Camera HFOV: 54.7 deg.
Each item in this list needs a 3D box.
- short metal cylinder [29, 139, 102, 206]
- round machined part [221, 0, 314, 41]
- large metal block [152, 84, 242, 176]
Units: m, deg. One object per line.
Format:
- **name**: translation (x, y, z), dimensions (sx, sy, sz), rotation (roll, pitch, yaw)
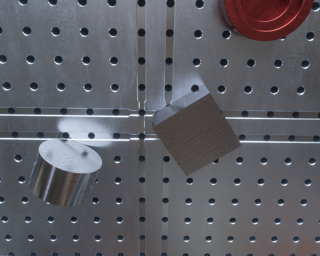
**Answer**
- **short metal cylinder**: translation (-0.122, 0.056, 0.403), dimensions (0.080, 0.080, 0.050), rotation (21, 109, -8)
- **round machined part**: translation (0.118, -0.150, 0.351), dimensions (0.099, 0.042, 0.097), rotation (0, 110, -1)
- **large metal block**: translation (0.046, 0.002, 0.402), dimensions (0.080, 0.050, 0.080), rotation (-31, 108, 10)
